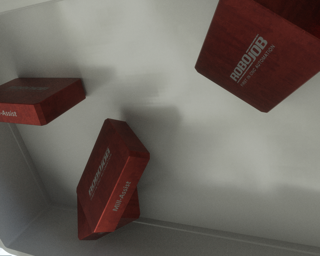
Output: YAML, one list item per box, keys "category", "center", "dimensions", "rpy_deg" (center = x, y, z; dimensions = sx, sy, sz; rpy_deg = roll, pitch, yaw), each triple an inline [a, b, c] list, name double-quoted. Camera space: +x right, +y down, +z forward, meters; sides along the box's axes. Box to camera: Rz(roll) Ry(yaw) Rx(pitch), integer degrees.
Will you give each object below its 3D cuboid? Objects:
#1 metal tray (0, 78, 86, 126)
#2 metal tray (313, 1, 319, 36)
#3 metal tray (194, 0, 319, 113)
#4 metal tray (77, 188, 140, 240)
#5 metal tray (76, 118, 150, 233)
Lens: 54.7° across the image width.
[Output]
- category: "metal tray"
  center: [-0.184, -0.041, 0.435]
  dimensions: [0.130, 0.090, 0.030]
  rpy_deg: [5, 120, 25]
- category: "metal tray"
  center: [0.153, -0.064, 0.208]
  dimensions: [0.030, 0.130, 0.089]
  rpy_deg: [-14, 97, 6]
- category: "metal tray"
  center: [0.086, -0.067, 0.272]
  dimensions: [0.090, 0.030, 0.130]
  rpy_deg: [33, 165, 6]
- category: "metal tray"
  center: [-0.085, 0.113, 0.481]
  dimensions: [0.030, 0.090, 0.129]
  rpy_deg: [16, 141, -37]
- category: "metal tray"
  center: [-0.069, 0.064, 0.421]
  dimensions: [0.090, 0.030, 0.129]
  rpy_deg: [48, 119, 48]
